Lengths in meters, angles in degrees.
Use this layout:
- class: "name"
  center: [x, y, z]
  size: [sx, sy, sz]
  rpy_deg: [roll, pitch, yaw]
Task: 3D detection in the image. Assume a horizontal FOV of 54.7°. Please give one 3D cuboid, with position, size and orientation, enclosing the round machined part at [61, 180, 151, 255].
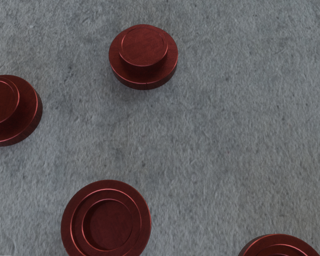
- class: "round machined part"
  center: [-0.059, 0.112, 0.358]
  size: [0.099, 0.042, 0.098]
  rpy_deg: [0, 70, -1]

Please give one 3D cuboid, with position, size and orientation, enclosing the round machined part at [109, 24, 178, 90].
- class: "round machined part"
  center: [-0.023, -0.106, 0.438]
  size: [0.099, 0.042, 0.098]
  rpy_deg: [0, 70, -1]

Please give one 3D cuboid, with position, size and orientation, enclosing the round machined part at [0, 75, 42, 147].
- class: "round machined part"
  center: [-0.211, -0.028, 0.407]
  size: [0.099, 0.042, 0.098]
  rpy_deg: [0, 70, -1]

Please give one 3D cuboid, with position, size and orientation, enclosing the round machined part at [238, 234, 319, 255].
- class: "round machined part"
  center: [0.129, 0.168, 0.339]
  size: [0.099, 0.042, 0.098]
  rpy_deg: [0, 70, -1]
